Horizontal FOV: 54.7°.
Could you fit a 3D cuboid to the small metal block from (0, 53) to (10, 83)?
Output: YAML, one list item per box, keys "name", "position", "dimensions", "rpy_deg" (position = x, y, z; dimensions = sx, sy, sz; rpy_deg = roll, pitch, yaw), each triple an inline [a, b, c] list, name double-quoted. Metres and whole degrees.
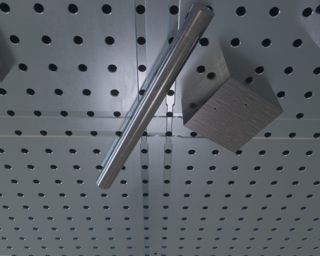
- name: "small metal block"
  position: [-0.207, -0.076, 0.345]
  dimensions: [0.050, 0.025, 0.050]
  rpy_deg: [-6, 130, 5]

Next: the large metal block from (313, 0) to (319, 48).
- name: "large metal block"
  position: [0.200, -0.119, 0.296]
  dimensions: [0.080, 0.050, 0.080]
  rpy_deg: [-11, 129, 9]

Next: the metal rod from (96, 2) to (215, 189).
- name: "metal rod"
  position: [-0.022, -0.017, 0.396]
  dimensions: [0.025, 0.025, 0.298]
  rpy_deg: [20, 127, -17]

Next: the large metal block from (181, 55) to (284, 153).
- name: "large metal block"
  position: [0.083, -0.026, 0.373]
  dimensions: [0.080, 0.050, 0.080]
  rpy_deg: [27, 125, -22]
